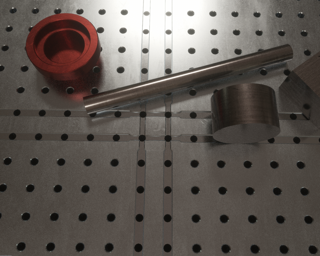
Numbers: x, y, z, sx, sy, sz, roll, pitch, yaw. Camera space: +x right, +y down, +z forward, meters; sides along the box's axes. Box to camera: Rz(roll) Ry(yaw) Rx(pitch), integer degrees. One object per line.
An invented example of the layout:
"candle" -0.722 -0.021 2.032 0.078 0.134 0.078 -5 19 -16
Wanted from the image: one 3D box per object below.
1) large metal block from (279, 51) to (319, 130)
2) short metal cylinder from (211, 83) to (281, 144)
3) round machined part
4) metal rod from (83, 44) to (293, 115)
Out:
"large metal block" 0.228 -0.058 0.423 0.080 0.050 0.080 -34 74 -12
"short metal cylinder" 0.106 -0.015 0.390 0.081 0.080 0.050 0 70 0
"round machined part" -0.133 -0.111 0.441 0.099 0.042 0.098 0 70 -1
"metal rod" 0.044 -0.070 0.437 0.302 0.025 0.025 -16 71 -6
